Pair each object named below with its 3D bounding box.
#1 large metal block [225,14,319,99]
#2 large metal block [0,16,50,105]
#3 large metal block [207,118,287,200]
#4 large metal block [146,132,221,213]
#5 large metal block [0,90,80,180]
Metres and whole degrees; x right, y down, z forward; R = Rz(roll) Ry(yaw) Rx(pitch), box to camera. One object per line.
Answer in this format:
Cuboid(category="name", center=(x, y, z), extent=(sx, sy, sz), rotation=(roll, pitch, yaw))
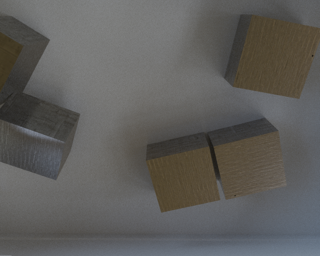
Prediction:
Cuboid(category="large metal block", center=(0.130, -0.086, 0.368), extent=(0.081, 0.050, 0.079), rotation=(10, 110, -4))
Cuboid(category="large metal block", center=(-0.179, -0.077, 0.351), extent=(0.050, 0.080, 0.080), rotation=(32, 107, -11))
Cuboid(category="large metal block", center=(0.115, 0.040, 0.415), extent=(0.080, 0.050, 0.080), rotation=(-14, 110, 5))
Cuboid(category="large metal block", center=(0.031, 0.059, 0.420), extent=(0.080, 0.050, 0.080), rotation=(-13, 110, 4))
Cuboid(category="large metal block", center=(-0.153, 0.011, 0.385), extent=(0.080, 0.050, 0.079), rotation=(21, 133, -8))
